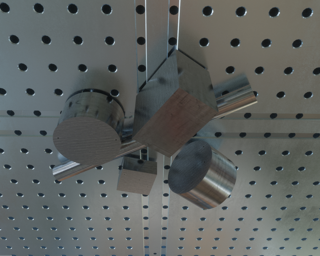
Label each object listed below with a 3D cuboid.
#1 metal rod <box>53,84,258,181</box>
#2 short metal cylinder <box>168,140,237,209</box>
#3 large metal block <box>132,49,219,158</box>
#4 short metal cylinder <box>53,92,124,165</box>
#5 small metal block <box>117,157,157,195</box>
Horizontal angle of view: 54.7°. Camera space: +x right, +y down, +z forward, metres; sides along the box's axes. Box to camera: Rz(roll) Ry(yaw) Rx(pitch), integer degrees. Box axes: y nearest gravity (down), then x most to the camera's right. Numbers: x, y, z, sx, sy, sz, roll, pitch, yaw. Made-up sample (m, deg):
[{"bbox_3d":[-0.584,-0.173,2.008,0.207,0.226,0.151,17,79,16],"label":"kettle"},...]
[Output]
[{"bbox_3d":[-0.019,0.013,0.418,0.300,0.025,0.025,-22,127,18],"label":"metal rod"},{"bbox_3d":[0.057,0.064,0.426,0.050,0.080,0.080,36,121,-27],"label":"short metal cylinder"},{"bbox_3d":[0.014,-0.028,0.348,0.050,0.080,0.080,29,124,-23],"label":"large metal block"},{"bbox_3d":[-0.087,0.001,0.391,0.081,0.050,0.079,0,130,0],"label":"short metal cylinder"},{"bbox_3d":[-0.035,0.073,0.469,0.050,0.025,0.050,12,129,-10],"label":"small metal block"}]
